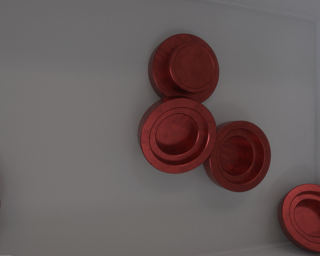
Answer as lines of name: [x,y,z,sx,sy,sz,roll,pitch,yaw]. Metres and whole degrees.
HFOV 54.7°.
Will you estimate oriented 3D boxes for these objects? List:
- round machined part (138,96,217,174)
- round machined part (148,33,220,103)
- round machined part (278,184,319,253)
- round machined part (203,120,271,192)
round machined part: [0.020,0.006,0.399,0.099,0.042,0.097,-4,107,-14]
round machined part: [0.037,-0.078,0.415,0.099,0.042,0.097,0,90,-20]
round machined part: [0.229,0.138,0.470,0.099,0.042,0.098,-1,64,2]
round machined part: [0.104,0.038,0.440,0.099,0.042,0.097,0,90,-20]
